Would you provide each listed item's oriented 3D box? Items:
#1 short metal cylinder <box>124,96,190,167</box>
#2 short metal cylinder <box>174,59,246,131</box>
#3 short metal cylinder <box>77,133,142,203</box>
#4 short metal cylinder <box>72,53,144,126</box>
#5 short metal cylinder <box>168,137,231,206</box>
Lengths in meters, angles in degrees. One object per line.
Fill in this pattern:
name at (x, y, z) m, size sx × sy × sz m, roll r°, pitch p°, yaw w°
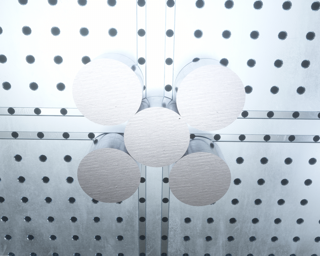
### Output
short metal cylinder at (-0.004, 0.004, 0.401) m, size 0.081 × 0.050 × 0.079 m, roll 0°, pitch 110°, yaw -1°
short metal cylinder at (0.059, -0.042, 0.383) m, size 0.081 × 0.050 × 0.079 m, roll 0°, pitch 110°, yaw -1°
short metal cylinder at (-0.065, 0.053, 0.418) m, size 0.081 × 0.050 × 0.079 m, roll 0°, pitch 110°, yaw -1°
short metal cylinder at (-0.061, -0.049, 0.381) m, size 0.081 × 0.050 × 0.079 m, roll 0°, pitch 110°, yaw -1°
short metal cylinder at (0.051, 0.058, 0.422) m, size 0.081 × 0.050 × 0.079 m, roll 0°, pitch 110°, yaw -1°
